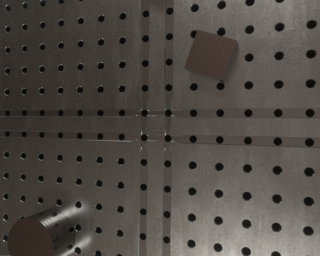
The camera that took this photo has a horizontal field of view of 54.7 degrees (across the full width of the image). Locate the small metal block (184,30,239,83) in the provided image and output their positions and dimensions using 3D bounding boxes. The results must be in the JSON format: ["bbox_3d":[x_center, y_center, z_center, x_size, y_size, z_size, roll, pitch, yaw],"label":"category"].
[{"bbox_3d":[0.065,-0.090,0.389,0.050,0.025,0.050,21,97,18],"label":"small metal block"}]

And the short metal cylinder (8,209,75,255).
[{"bbox_3d":[-0.175,0.166,0.459,0.080,0.050,0.079,0,90,19],"label":"short metal cylinder"}]
